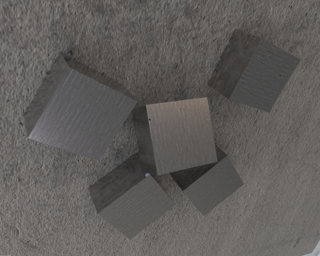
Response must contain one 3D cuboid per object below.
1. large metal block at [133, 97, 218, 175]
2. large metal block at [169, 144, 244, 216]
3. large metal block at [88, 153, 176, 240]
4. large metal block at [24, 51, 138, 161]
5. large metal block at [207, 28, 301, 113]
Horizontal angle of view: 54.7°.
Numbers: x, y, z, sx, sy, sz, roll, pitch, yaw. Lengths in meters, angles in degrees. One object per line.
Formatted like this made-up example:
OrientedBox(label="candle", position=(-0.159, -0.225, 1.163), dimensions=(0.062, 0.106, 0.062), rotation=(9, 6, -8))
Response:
OrientedBox(label="large metal block", position=(0.017, 0.009, 0.383), dimensions=(0.081, 0.050, 0.080), rotation=(-9, 90, -24))
OrientedBox(label="large metal block", position=(0.071, 0.076, 0.476), dimensions=(0.080, 0.050, 0.080), rotation=(-38, 129, -3))
OrientedBox(label="large metal block", position=(-0.038, 0.095, 0.429), dimensions=(0.080, 0.050, 0.080), rotation=(-37, 129, -4))
OrientedBox(label="large metal block", position=(-0.085, -0.021, 0.331), dimensions=(0.080, 0.050, 0.080), rotation=(25, 105, -37))
OrientedBox(label="large metal block", position=(0.124, -0.074, 0.412), dimensions=(0.081, 0.050, 0.080), rotation=(13, 112, -34))
